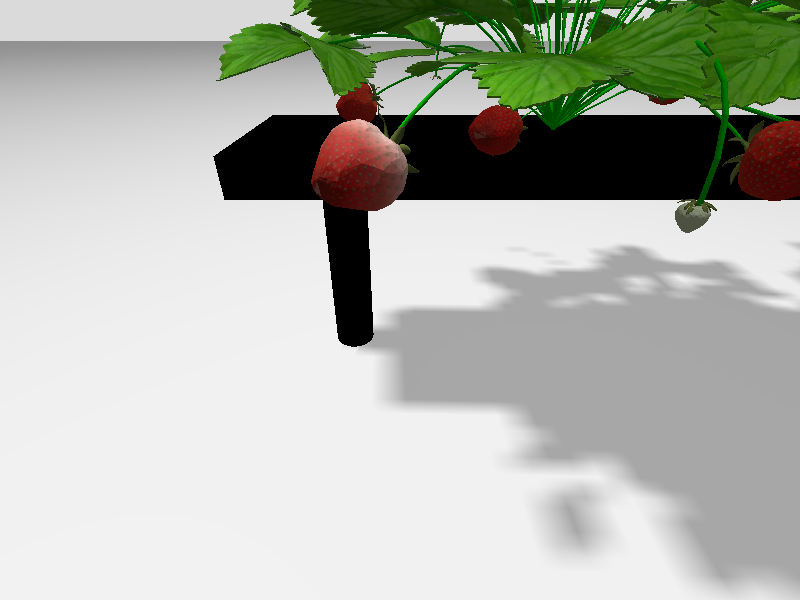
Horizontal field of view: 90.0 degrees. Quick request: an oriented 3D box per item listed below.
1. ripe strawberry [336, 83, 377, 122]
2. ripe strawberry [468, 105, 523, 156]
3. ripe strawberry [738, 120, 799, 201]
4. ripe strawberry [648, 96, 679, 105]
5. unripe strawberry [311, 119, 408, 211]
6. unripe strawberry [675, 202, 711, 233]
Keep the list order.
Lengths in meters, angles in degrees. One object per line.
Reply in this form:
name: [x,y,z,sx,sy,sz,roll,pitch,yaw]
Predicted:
ripe strawberry: [-0.038,-0.166,0.340,0.034,0.034,0.032,-11,31,18]
ripe strawberry: [0.058,-0.105,0.250,0.033,0.030,0.030,24,42,31]
ripe strawberry: [0.175,-0.062,0.182,0.031,0.035,0.033,-10,37,-14]
ripe strawberry: [0.283,-0.224,0.420,0.035,0.035,0.039,-23,41,-31]
unripe strawberry: [-0.019,-0.056,0.172,0.041,0.036,0.041,25,50,32]
unripe strawberry: [0.119,-0.033,0.163,0.011,0.012,0.012,1,34,2]
